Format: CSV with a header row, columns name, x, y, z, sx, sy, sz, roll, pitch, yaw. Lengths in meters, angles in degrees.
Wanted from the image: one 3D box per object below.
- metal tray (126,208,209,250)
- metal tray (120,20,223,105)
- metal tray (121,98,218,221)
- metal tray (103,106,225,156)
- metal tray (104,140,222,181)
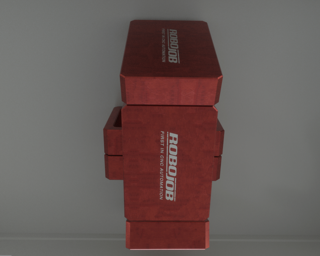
name,x,y,z,sx,sy,sz,roll,pitch,yaw
metal tray,0.008,0.117,0.395,0.091,0.130,0.030,0,89,-1
metal tray,0.010,-0.074,0.326,0.091,0.130,0.030,1,130,-1
metal tray,0.008,0.034,0.323,0.091,0.030,0.129,0,110,-1
metal tray,0.004,0.001,0.376,0.131,0.090,0.030,1,110,-1
metal tray,0.003,0.030,0.387,0.131,0.090,0.030,1,110,-1
